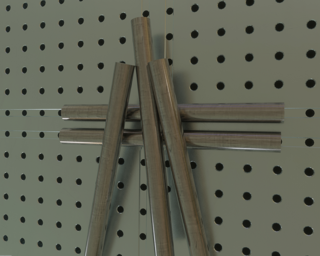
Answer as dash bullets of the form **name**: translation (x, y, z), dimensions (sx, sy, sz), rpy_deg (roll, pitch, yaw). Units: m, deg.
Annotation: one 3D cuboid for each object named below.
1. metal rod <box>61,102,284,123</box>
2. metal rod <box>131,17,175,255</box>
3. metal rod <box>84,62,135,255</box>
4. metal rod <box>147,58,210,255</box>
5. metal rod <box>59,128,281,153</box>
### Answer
- **metal rod**: translation (0.003, -0.020, 0.411), dimensions (0.301, 0.025, 0.025), rpy_deg (1, 90, 19)
- **metal rod**: translation (-0.009, 0.012, 0.389), dimensions (0.025, 0.025, 0.298), rpy_deg (-7, 88, 19)
- **metal rod**: translation (-0.072, 0.063, 0.417), dimensions (0.025, 0.025, 0.298), rpy_deg (15, 102, 19)
- **metal rod**: translation (0.029, 0.065, 0.382), dimensions (0.025, 0.025, 0.298), rpy_deg (-11, 93, 19)
- **metal rod**: translation (-0.001, 0.014, 0.412), dimensions (0.301, 0.025, 0.025), rpy_deg (1, 90, 19)
